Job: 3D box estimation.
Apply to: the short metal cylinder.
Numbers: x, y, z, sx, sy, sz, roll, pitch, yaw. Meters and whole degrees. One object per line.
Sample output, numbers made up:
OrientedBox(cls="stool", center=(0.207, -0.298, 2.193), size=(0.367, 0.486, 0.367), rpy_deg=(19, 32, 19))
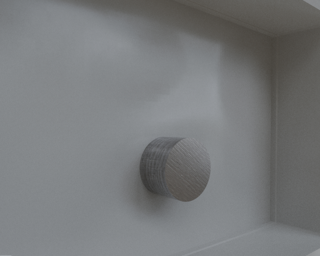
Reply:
OrientedBox(cls="short metal cylinder", center=(0.021, 0.052, 0.407), size=(0.081, 0.050, 0.080), rpy_deg=(0, 90, -40))
